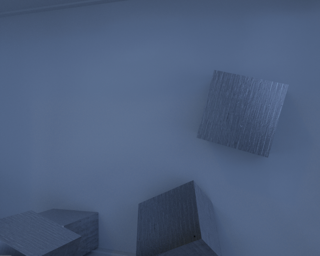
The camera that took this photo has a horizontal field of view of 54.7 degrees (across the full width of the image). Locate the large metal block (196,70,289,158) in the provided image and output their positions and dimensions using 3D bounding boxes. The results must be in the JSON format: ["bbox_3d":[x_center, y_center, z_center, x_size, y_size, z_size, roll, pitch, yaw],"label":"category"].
[{"bbox_3d":[0.097,-0.017,0.363,0.080,0.050,0.080,16,95,19],"label":"large metal block"}]

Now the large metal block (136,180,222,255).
[{"bbox_3d":[0.020,0.121,0.367,0.080,0.080,0.050,-27,123,18],"label":"large metal block"}]

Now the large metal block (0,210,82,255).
[{"bbox_3d":[-0.151,0.140,0.348,0.080,0.080,0.050,19,94,20],"label":"large metal block"}]

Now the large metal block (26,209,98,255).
[{"bbox_3d":[-0.142,0.148,0.430,0.080,0.080,0.050,-1,87,20],"label":"large metal block"}]
